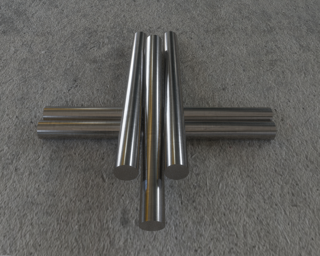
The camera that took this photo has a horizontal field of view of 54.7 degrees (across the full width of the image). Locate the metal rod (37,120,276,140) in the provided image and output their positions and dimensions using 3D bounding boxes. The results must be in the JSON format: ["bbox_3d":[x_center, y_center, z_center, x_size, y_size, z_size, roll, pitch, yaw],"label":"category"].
[{"bbox_3d":[-0.004,0.003,0.403,0.302,0.025,0.025,0,50,-1],"label":"metal rod"}]

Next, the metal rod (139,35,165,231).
[{"bbox_3d":[-0.008,-0.022,0.389,0.025,0.025,0.300,0,50,-1],"label":"metal rod"}]

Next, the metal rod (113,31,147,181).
[{"bbox_3d":[-0.034,-0.055,0.423,0.025,0.025,0.300,0,42,0],"label":"metal rod"}]

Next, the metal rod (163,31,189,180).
[{"bbox_3d":[0.017,-0.056,0.424,0.025,0.025,0.300,0,42,0],"label":"metal rod"}]

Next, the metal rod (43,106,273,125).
[{"bbox_3d":[-0.002,-0.016,0.419,0.302,0.025,0.025,0,50,-1],"label":"metal rod"}]
